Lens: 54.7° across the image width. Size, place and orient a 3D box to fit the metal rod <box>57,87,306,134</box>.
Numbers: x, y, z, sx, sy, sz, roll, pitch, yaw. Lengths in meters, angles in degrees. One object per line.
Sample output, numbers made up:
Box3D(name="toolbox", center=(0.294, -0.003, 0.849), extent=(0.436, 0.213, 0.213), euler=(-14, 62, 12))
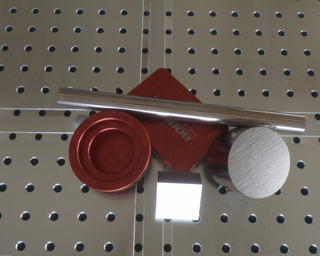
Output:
Box3D(name="metal rod", center=(0.025, -0.022, 0.386), extent=(0.302, 0.025, 0.025), euler=(7, 70, 2))

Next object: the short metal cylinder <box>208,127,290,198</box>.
Box3D(name="short metal cylinder", center=(0.104, 0.039, 0.369), extent=(0.081, 0.050, 0.079), euler=(0, 89, -17))

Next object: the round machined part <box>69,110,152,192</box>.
Box3D(name="round machined part", center=(-0.058, 0.030, 0.386), extent=(0.099, 0.042, 0.098), euler=(-1, 76, 4))

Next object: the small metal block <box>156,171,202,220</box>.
Box3D(name="small metal block", center=(0.021, 0.080, 0.368), extent=(0.050, 0.025, 0.050), euler=(3, 113, 0))

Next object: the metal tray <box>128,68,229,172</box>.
Box3D(name="metal tray", center=(0.015, -0.008, 0.413), extent=(0.090, 0.030, 0.130), euler=(-42, 76, -14))
